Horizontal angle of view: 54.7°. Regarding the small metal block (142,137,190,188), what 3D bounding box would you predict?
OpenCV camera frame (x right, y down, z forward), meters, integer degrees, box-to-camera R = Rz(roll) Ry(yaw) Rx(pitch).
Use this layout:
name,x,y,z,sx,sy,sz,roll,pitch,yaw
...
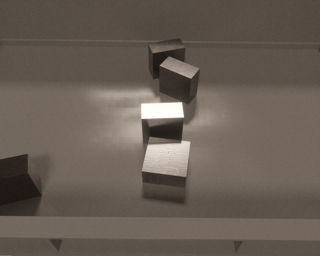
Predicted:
name,x,y,z,sx,sy,sz,roll,pitch,yaw
small metal block,0.008,0.041,0.371,0.050,0.025,0.050,7,50,5

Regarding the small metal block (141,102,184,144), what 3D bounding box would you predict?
name,x,y,z,sx,sy,sz,roll,pitch,yaw
small metal block,0.003,-0.005,0.394,0.050,0.050,0.025,-2,50,-2

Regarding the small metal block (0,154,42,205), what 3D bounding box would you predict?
name,x,y,z,sx,sy,sz,roll,pitch,yaw
small metal block,-0.163,0.058,0.338,0.050,0.050,0.025,-12,51,-10

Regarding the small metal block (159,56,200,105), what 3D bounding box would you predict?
name,x,y,z,sx,sy,sz,roll,pitch,yaw
small metal block,0.027,-0.068,0.447,0.050,0.050,0.025,26,55,20

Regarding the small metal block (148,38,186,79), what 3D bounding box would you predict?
name,x,y,z,sx,sy,sz,roll,pitch,yaw
small metal block,0.010,-0.107,0.479,0.050,0.050,0.025,-13,52,-11
